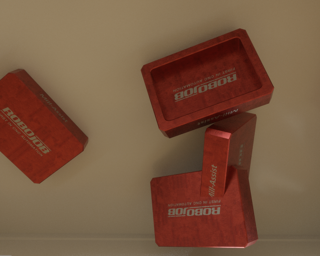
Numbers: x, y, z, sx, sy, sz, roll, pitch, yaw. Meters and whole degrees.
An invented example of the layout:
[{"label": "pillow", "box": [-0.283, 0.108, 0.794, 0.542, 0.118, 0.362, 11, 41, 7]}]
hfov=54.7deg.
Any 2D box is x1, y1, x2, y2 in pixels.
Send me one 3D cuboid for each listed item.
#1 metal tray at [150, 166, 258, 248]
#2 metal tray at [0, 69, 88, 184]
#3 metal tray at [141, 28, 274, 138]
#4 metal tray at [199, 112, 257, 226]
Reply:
[{"label": "metal tray", "box": [0.050, 0.101, 0.392, 0.130, 0.030, 0.090, -15, 73, 36]}, {"label": "metal tray", "box": [-0.172, 0.000, 0.406, 0.090, 0.030, 0.130, -36, 107, 12]}, {"label": "metal tray", "box": [0.052, -0.052, 0.362, 0.131, 0.030, 0.090, -20, 68, 6]}, {"label": "metal tray", "box": [0.087, 0.051, 0.395, 0.030, 0.091, 0.129, 15, 115, 32]}]
